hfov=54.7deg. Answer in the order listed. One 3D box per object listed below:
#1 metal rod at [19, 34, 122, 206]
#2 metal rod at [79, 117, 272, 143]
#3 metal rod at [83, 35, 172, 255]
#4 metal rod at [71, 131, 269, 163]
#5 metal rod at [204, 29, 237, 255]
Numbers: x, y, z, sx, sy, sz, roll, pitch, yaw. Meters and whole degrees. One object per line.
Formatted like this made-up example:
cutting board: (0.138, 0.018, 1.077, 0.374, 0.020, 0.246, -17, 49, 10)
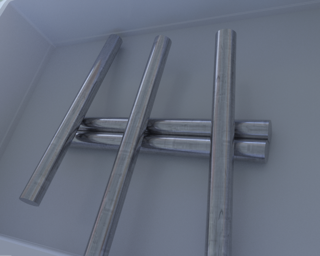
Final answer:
metal rod: (-0.117, -0.031, 0.452, 0.025, 0.025, 0.300, -1, 53, 27)
metal rod: (-0.012, -0.001, 0.410, 0.300, 0.025, 0.025, 2, 63, 28)
metal rod: (-0.032, 0.007, 0.383, 0.025, 0.025, 0.300, 2, 62, 28)
metal rod: (-0.018, 0.020, 0.400, 0.300, 0.025, 0.025, 2, 63, 28)
metal rod: (0.064, 0.028, 0.323, 0.025, 0.025, 0.299, -4, 68, 26)
